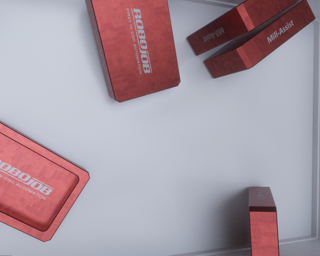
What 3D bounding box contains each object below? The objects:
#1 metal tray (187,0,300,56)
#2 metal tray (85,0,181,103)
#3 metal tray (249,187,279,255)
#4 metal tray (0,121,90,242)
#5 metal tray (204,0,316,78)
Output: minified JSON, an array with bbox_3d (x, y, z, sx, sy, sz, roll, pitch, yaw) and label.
[{"bbox_3d":[0.101,-0.139,0.393,0.090,0.130,0.030,-35,102,-17],"label":"metal tray"},{"bbox_3d":[-0.030,-0.106,0.380,0.091,0.030,0.129,-19,112,-19],"label":"metal tray"},{"bbox_3d":[0.136,0.134,0.409,0.030,0.130,0.089,-3,89,16],"label":"metal tray"},{"bbox_3d":[-0.159,0.057,0.349,0.130,0.030,0.090,34,79,-17],"label":"metal tray"},{"bbox_3d":[0.134,-0.120,0.426,0.131,0.090,0.030,-37,102,-16],"label":"metal tray"}]
